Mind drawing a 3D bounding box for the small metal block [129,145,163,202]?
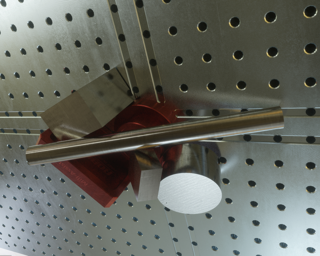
[{"bbox_3d":[-0.020,0.053,0.380,0.025,0.050,0.050,-4,125,-19],"label":"small metal block"}]

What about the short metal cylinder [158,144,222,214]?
[{"bbox_3d":[0.038,0.066,0.399,0.080,0.050,0.079,4,130,5],"label":"short metal cylinder"}]

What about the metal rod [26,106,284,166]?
[{"bbox_3d":[-0.015,0.012,0.363,0.301,0.025,0.025,-9,115,10],"label":"metal rod"}]

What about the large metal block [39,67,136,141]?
[{"bbox_3d":[-0.092,-0.028,0.403,0.080,0.080,0.050,-23,106,36],"label":"large metal block"}]

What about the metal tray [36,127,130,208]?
[{"bbox_3d":[-0.095,0.038,0.440,0.130,0.090,0.030,40,129,1],"label":"metal tray"}]

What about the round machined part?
[{"bbox_3d":[-0.021,0.013,0.421,0.098,0.042,0.097,13,124,20],"label":"round machined part"}]
